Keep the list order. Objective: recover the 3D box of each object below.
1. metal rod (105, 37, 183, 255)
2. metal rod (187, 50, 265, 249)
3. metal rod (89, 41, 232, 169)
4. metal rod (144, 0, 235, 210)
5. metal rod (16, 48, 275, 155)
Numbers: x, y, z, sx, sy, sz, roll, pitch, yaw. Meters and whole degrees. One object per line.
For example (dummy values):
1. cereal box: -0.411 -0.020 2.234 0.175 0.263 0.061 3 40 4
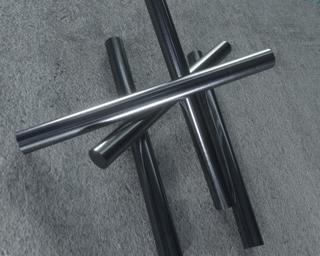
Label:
1. metal rod: -0.026 0.010 0.383 0.025 0.025 0.299 -3 63 -30
2. metal rod: 0.086 0.013 0.441 0.025 0.025 0.299 2 61 -27
3. metal rod: 0.021 -0.049 0.411 0.025 0.025 0.302 44 51 2
4. metal rod: 0.033 -0.043 0.385 0.025 0.025 0.299 -20 92 -36
5. metal rod: -0.005 -0.035 0.350 0.302 0.025 0.025 -20 71 -12
